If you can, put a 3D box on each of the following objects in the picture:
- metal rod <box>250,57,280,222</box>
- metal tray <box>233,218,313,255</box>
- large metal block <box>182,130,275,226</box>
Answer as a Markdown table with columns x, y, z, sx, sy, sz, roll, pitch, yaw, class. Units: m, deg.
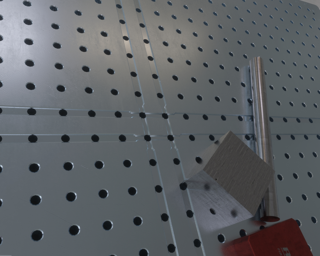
| x | y | z | sx | sy | sz | roll | pitch | yaw | class |
| --- | --- | --- | --- | --- | --- | --- | --- | --- | --- |
| 0.164 | -0.001 | 0.497 | 0.025 | 0.025 | 0.300 | 20 | 54 | -17 | metal rod |
| 0.155 | 0.186 | 0.375 | 0.091 | 0.030 | 0.130 | -7 | 65 | -31 | metal tray |
| 0.090 | 0.064 | 0.402 | 0.080 | 0.050 | 0.080 | 43 | 51 | 1 | large metal block |
